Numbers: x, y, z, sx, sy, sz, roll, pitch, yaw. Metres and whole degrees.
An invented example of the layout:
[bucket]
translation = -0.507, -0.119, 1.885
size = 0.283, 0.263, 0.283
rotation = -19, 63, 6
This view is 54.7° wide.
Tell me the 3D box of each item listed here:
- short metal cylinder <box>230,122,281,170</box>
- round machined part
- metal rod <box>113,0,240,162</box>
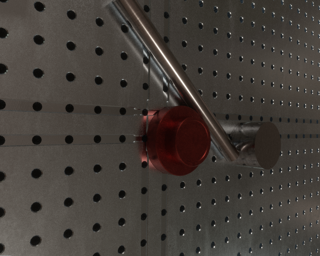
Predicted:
[short metal cylinder]
translation = 0.165, 0.029, 0.534
size = 0.081, 0.050, 0.079
rotation = 0, 90, -40
[round machined part]
translation = 0.033, 0.018, 0.428
size = 0.099, 0.042, 0.097
rotation = 0, 90, -40
[metal rod]
translation = 0.037, -0.056, 0.441
size = 0.300, 0.025, 0.025
rotation = 51, 60, -28
